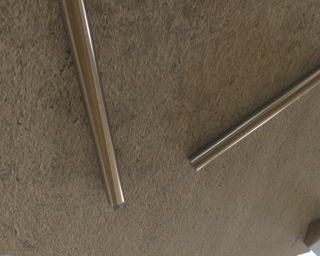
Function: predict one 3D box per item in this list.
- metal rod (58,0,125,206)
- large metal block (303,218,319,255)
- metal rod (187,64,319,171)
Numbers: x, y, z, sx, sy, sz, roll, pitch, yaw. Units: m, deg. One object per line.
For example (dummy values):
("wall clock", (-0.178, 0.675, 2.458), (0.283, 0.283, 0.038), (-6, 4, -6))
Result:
("metal rod", (-0.073, -0.023, 0.353), (0.025, 0.025, 0.298), (-18, 126, -18))
("large metal block", (0.428, 0.275, 0.800), (0.081, 0.050, 0.079), (-17, 126, -19))
("metal rod", (0.172, -0.029, 0.485), (0.301, 0.025, 0.025), (-35, 129, -6))
